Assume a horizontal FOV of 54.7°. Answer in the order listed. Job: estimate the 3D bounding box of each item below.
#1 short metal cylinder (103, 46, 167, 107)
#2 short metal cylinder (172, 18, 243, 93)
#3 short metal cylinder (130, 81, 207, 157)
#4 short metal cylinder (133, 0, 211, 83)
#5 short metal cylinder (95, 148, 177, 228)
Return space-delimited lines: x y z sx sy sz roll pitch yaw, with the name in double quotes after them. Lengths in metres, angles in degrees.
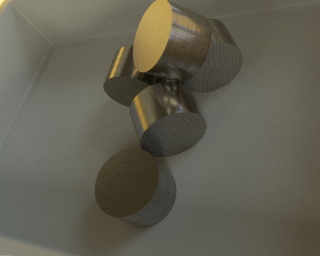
-0.031 -0.067 0.427 0.080 0.080 0.050 0 62 28 "short metal cylinder"
0.058 -0.091 0.395 0.080 0.080 0.050 -25 53 12 "short metal cylinder"
0.009 -0.009 0.370 0.080 0.080 0.050 -29 52 10 "short metal cylinder"
0.011 -0.095 0.346 0.080 0.050 0.080 -24 61 54 "short metal cylinder"
-0.027 0.070 0.360 0.080 0.050 0.080 -13 56 20 "short metal cylinder"
